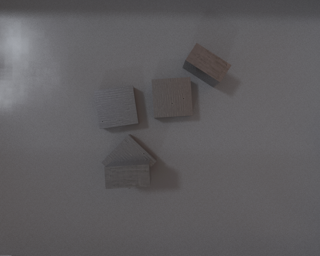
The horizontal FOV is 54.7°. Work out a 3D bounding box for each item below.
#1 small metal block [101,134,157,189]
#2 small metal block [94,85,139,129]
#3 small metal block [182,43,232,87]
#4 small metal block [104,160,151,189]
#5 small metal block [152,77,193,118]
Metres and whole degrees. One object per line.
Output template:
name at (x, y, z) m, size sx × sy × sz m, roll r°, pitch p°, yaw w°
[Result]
small metal block at (-0.040, 0.044, 0.411) m, size 0.050 × 0.025 × 0.050 m, roll 44°, pitch 90°, yaw 0°
small metal block at (-0.056, -0.027, 0.411) m, size 0.050 × 0.025 × 0.050 m, roll -8°, pitch 90°, yaw 0°
small metal block at (0.059, -0.079, 0.399) m, size 0.050 × 0.050 × 0.025 m, roll 33°, pitch 90°, yaw 0°
small metal block at (-0.037, 0.055, 0.374) m, size 0.050 × 0.050 × 0.025 m, roll -4°, pitch 90°, yaw 0°
small metal block at (0.016, -0.039, 0.411) m, size 0.050 × 0.025 × 0.050 m, roll -4°, pitch 90°, yaw 0°
